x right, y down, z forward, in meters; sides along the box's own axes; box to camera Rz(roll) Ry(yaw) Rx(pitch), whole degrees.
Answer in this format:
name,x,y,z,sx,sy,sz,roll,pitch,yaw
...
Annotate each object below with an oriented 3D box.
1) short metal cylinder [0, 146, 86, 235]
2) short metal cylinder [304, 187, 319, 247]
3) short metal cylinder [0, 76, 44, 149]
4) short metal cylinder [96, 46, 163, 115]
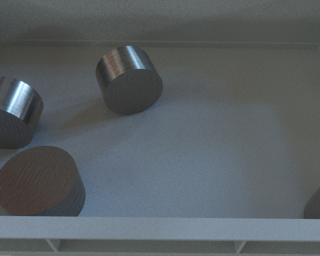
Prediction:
name,x,y,z,sx,sy,sz,roll,pitch,yaw
short metal cylinder,-0.125,0.066,0.332,0.081,0.050,0.080,0,50,0
short metal cylinder,0.198,0.089,0.316,0.081,0.050,0.080,0,50,0
short metal cylinder,-0.192,-0.017,0.382,0.081,0.080,0.050,1,50,1
short metal cylinder,-0.042,-0.064,0.422,0.081,0.080,0.050,-16,52,-13
